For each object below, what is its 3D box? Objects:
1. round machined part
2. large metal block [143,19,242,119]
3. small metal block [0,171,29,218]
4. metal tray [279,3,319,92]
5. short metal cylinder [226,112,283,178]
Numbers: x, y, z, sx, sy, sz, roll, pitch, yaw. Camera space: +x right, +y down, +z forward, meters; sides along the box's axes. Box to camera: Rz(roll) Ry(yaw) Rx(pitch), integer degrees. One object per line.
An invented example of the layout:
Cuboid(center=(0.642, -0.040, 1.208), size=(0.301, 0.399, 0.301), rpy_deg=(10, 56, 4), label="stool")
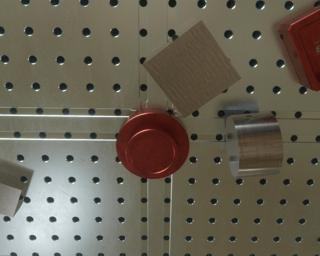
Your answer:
Cuboid(center=(-0.010, 0.026, 0.414), size=(0.099, 0.042, 0.097), rpy_deg=(0, 110, 0), label="round machined part")
Cuboid(center=(0.037, -0.072, 0.374), size=(0.080, 0.050, 0.080), rpy_deg=(-36, 107, 12), label="large metal block")
Cuboid(center=(-0.225, 0.095, 0.446), size=(0.050, 0.025, 0.050), rpy_deg=(22, 109, -8), label="small metal block")
Cuboid(center=(0.224, -0.113, 0.370), size=(0.130, 0.030, 0.090), rpy_deg=(-28, 108, 9), label="metal tray")
Cuboid(center=(0.116, 0.021, 0.393), size=(0.050, 0.080, 0.079), rpy_deg=(-5, 110, 2), label="short metal cylinder")
